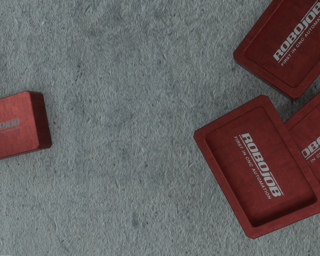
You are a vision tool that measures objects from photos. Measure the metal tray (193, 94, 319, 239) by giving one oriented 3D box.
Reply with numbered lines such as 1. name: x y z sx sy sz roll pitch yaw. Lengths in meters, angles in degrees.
1. metal tray: 0.106 0.041 0.336 0.090 0.030 0.130 -30 80 17

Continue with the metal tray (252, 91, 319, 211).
1. metal tray: 0.180 0.018 0.342 0.130 0.030 0.090 -45 76 14

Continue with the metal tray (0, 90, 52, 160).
1. metal tray: -0.240 0.000 0.491 0.130 0.030 0.090 -13 86 19

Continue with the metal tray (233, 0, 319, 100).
1. metal tray: 0.158 -0.107 0.350 0.090 0.030 0.130 40 102 15
